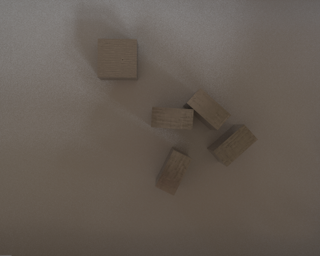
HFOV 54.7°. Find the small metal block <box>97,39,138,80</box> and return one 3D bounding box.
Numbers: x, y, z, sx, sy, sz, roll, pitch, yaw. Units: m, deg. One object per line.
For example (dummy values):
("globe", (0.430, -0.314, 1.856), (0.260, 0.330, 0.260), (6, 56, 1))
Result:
("small metal block", (-0.055, -0.090, 0.411), (0.050, 0.025, 0.050), (0, 90, -1))

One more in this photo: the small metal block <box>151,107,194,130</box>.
("small metal block", (0.015, -0.012, 0.399), (0.050, 0.050, 0.025), (4, 91, 0))

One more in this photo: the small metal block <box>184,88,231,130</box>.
("small metal block", (0.059, -0.023, 0.400), (0.050, 0.050, 0.025), (42, 90, -1))

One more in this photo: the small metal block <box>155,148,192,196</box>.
("small metal block", (0.017, 0.054, 0.399), (0.025, 0.050, 0.050), (26, 90, 0))

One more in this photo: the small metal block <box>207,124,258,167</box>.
("small metal block", (0.092, 0.021, 0.400), (0.050, 0.050, 0.025), (-41, 90, 0))
